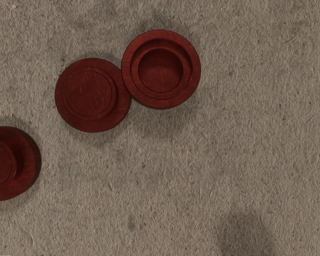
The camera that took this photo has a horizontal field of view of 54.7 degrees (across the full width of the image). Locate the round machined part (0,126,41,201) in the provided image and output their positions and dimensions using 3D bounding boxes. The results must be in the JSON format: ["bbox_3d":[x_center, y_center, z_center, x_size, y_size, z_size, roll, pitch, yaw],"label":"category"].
[{"bbox_3d":[-0.210,0.046,0.399,0.099,0.042,0.097,0,90,-1],"label":"round machined part"}]

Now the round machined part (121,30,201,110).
[{"bbox_3d":[0.000,-0.072,0.398,0.099,0.042,0.097,0,88,-6],"label":"round machined part"}]

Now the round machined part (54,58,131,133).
[{"bbox_3d":[-0.087,-0.042,0.400,0.099,0.042,0.097,0,90,-1],"label":"round machined part"}]
